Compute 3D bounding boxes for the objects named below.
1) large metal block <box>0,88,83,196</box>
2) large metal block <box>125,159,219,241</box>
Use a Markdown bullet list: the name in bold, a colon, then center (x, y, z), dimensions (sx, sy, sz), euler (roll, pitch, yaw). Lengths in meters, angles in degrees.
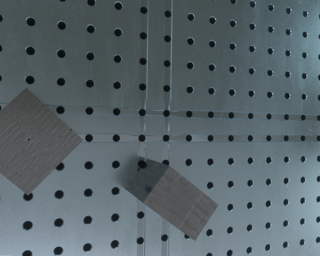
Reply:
- **large metal block**: center (-0.147, 0.014, 0.345), dimensions (0.080, 0.050, 0.080), euler (46, 76, -15)
- **large metal block**: center (0.012, 0.086, 0.389), dimensions (0.080, 0.080, 0.050), euler (40, 77, -16)
